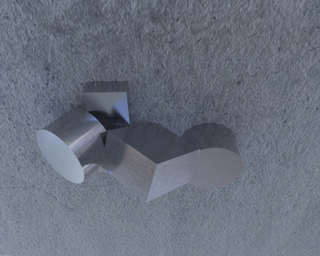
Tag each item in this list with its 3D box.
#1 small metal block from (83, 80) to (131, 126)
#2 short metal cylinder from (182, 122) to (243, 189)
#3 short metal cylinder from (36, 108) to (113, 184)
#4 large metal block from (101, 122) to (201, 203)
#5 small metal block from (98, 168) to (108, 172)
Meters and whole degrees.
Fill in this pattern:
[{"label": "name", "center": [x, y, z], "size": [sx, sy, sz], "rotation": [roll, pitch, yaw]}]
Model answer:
[{"label": "small metal block", "center": [-0.063, -0.030, 0.382], "size": [0.050, 0.025, 0.050], "rotation": [-1, 130, 0]}, {"label": "short metal cylinder", "center": [0.068, 0.038, 0.426], "size": [0.081, 0.050, 0.079], "rotation": [0, 130, 0]}, {"label": "short metal cylinder", "center": [-0.105, 0.022, 0.386], "size": [0.080, 0.050, 0.079], "rotation": [25, 137, 26]}, {"label": "large metal block", "center": [-0.012, 0.036, 0.379], "size": [0.081, 0.080, 0.050], "rotation": [-13, 125, -48]}, {"label": "small metal block", "center": [-0.062, 0.037, 0.439], "size": [0.050, 0.025, 0.050], "rotation": [2, 130, -3]}]
